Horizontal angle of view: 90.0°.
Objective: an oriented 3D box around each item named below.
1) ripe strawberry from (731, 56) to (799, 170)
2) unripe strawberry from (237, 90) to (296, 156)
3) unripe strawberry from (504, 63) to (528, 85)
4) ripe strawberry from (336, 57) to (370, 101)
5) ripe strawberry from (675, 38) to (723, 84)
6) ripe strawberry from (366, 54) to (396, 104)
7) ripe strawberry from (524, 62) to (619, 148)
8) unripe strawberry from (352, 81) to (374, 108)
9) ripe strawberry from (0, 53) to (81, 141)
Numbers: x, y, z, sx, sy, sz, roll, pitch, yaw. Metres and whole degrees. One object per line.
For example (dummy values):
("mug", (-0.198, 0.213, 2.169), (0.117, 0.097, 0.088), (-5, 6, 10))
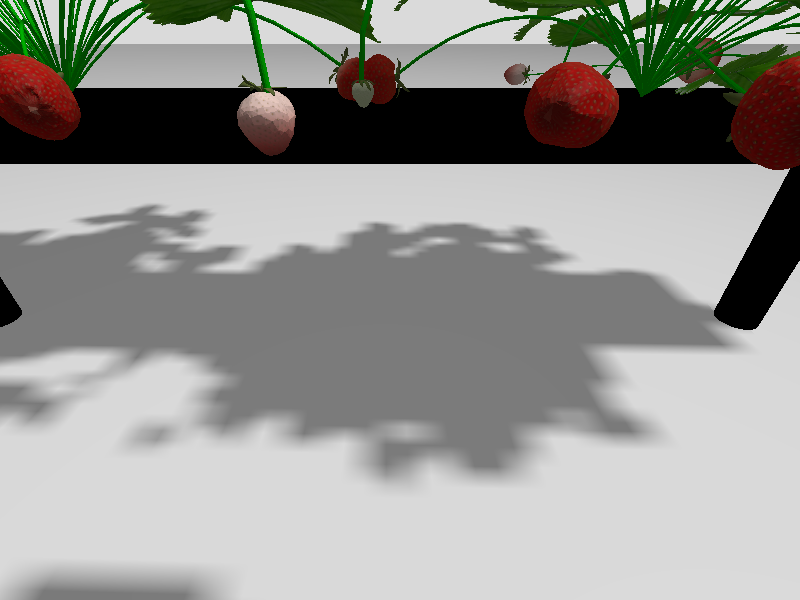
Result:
("ripe strawberry", (0.134, -0.062, 0.136), (0.031, 0.036, 0.034), (9, 35, 13))
("unripe strawberry", (-0.052, -0.070, 0.158), (0.020, 0.024, 0.024), (26, 42, 33))
("unripe strawberry", (0.106, -0.206, 0.366), (0.020, 0.017, 0.020), (24, 41, 32))
("ripe strawberry", (-0.029, -0.147, 0.271), (0.028, 0.027, 0.030), (35, 34, -11))
("ripe strawberry", (0.297, -0.238, 0.398), (0.037, 0.039, 0.040), (28, 42, 35))
("ripe strawberry", (-0.018, -0.151, 0.275), (0.032, 0.031, 0.029), (-9, 35, -6))
("ripe strawberry", (0.068, -0.078, 0.162), (0.036, 0.031, 0.036), (22, 40, 29))
("unripe strawberry", (-0.018, -0.101, 0.197), (0.011, 0.011, 0.011), (-19, 38, -26))
("ripe strawberry", (-0.158, -0.086, 0.173), (0.030, 0.034, 0.032), (-20, 44, -27))
